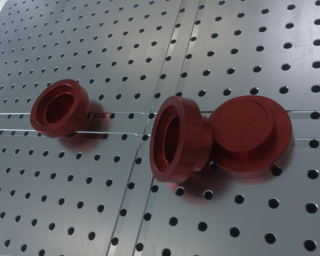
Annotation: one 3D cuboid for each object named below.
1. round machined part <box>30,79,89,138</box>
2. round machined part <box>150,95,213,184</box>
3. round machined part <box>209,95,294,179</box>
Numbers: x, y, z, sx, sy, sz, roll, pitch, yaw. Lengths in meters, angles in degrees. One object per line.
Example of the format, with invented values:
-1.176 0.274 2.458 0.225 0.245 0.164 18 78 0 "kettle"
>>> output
-0.154 -0.027 0.496 0.098 0.042 0.098 -13 56 21 "round machined part"
0.025 0.015 0.354 0.098 0.042 0.098 -169 90 -70 "round machined part"
0.095 0.003 0.346 0.098 0.042 0.098 -13 56 21 "round machined part"
